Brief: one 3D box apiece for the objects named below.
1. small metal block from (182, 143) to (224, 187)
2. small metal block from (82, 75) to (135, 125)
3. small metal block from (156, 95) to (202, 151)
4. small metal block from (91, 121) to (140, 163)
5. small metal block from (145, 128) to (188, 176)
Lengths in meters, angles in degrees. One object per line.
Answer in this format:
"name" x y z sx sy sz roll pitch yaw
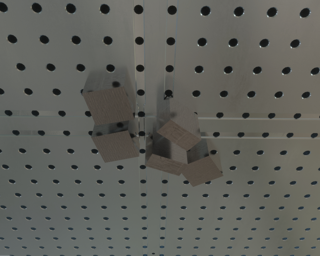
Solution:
"small metal block" 0.059 0.056 0.461 0.050 0.025 0.050 -25 126 19
"small metal block" -0.061 -0.034 0.382 0.050 0.025 0.050 -9 130 7
"small metal block" 0.023 -0.006 0.390 0.050 0.050 0.025 33 123 -25
"small metal block" -0.059 0.018 0.426 0.050 0.025 0.050 -11 130 9
"small metal block" 0.008 0.033 0.423 0.050 0.050 0.025 19 128 -16
